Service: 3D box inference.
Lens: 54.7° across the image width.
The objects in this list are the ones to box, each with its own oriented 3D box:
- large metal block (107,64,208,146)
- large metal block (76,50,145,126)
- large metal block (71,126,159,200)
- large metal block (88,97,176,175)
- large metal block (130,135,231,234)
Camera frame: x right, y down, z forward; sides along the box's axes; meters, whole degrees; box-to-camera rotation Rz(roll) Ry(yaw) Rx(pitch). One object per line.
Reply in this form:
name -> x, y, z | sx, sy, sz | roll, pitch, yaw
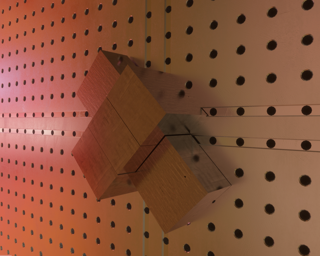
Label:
large metal block -> -0.003, -0.027, 0.375 | 0.050, 0.081, 0.080 | -52, 60, 27
large metal block -> -0.064, -0.051, 0.440 | 0.080, 0.050, 0.080 | 52, 121, 27
large metal block -> -0.059, 0.044, 0.420 | 0.050, 0.081, 0.080 | -52, 60, 27
large metal block -> -0.031, 0.008, 0.398 | 0.050, 0.081, 0.080 | -52, 60, 27
large metal block -> 0.022, 0.065, 0.373 | 0.080, 0.050, 0.080 | -52, 60, 28
